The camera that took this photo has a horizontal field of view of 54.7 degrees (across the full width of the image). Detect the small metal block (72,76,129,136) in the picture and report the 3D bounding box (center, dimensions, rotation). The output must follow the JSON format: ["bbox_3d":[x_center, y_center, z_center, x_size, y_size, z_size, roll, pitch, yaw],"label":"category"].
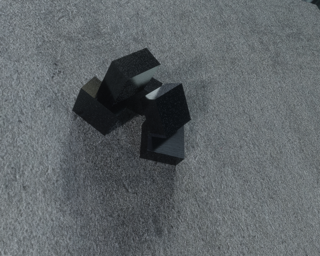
[{"bbox_3d":[-0.072,-0.025,0.367,0.050,0.050,0.025,39,51,-3],"label":"small metal block"}]

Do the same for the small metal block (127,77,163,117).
[{"bbox_3d":[-0.032,-0.048,0.403,0.050,0.050,0.025,28,52,-11],"label":"small metal block"}]

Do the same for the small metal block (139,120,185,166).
[{"bbox_3d":[0.003,0.017,0.398,0.050,0.025,0.050,15,56,-20],"label":"small metal block"}]

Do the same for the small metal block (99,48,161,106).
[{"bbox_3d":[-0.034,-0.056,0.342,0.050,0.050,0.025,-33,81,-38],"label":"small metal block"}]

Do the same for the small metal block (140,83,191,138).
[{"bbox_3d":[0.008,-0.022,0.377,0.050,0.025,0.050,-36,119,-39],"label":"small metal block"}]
